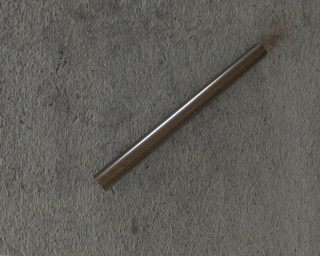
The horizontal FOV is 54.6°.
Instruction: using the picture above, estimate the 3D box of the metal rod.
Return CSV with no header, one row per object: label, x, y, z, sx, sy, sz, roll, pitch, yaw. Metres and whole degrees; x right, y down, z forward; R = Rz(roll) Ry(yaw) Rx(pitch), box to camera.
metal rod,0.037,-0.023,0.422,0.301,0.025,0.025,-39,103,-16
